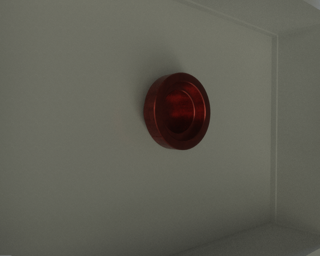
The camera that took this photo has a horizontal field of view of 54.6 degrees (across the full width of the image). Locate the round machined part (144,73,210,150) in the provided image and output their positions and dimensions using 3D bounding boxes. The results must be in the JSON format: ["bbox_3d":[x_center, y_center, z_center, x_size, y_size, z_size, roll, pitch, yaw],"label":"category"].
[{"bbox_3d":[0.018,-0.021,0.405,0.099,0.042,0.097,0,90,-40],"label":"round machined part"}]
